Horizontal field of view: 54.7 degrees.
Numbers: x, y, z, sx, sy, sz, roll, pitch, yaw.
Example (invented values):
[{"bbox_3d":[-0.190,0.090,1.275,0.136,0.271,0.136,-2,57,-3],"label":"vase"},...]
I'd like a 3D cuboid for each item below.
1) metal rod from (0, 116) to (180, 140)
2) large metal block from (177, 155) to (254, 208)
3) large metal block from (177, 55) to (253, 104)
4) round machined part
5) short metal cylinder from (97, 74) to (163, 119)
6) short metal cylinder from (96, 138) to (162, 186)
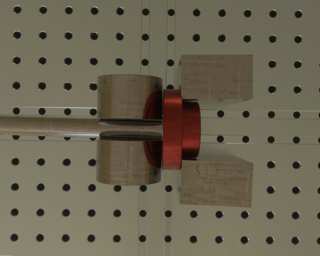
[{"bbox_3d":[-0.120,-0.001,0.401,0.302,0.025,0.025,2,90,4],"label":"metal rod"},{"bbox_3d":[0.064,0.062,0.387,0.080,0.080,0.050,3,90,0],"label":"large metal block"},{"bbox_3d":[0.064,-0.058,0.387,0.081,0.080,0.050,0,90,0],"label":"large metal block"},{"bbox_3d":[0.025,0.002,0.376,0.042,0.098,0.097,1,90,0],"label":"round machined part"},{"bbox_3d":[-0.037,-0.036,0.385,0.081,0.080,0.050,1,91,0],"label":"short metal cylinder"},{"bbox_3d":[-0.038,0.039,0.385,0.081,0.080,0.050,1,91,0],"label":"short metal cylinder"}]
